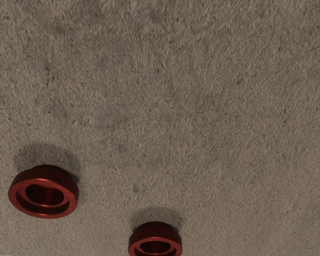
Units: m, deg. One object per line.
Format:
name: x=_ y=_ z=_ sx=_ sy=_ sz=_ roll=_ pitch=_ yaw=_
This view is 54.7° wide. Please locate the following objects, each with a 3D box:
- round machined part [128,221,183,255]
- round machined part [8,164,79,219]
round machined part: x=-0.009 y=0.210 z=0.575 sx=0.099 sy=0.042 sz=0.097 roll=-1 pitch=130 yaw=0
round machined part: x=-0.173 y=0.093 z=0.473 sx=0.099 sy=0.042 sz=0.097 roll=-1 pitch=130 yaw=0
